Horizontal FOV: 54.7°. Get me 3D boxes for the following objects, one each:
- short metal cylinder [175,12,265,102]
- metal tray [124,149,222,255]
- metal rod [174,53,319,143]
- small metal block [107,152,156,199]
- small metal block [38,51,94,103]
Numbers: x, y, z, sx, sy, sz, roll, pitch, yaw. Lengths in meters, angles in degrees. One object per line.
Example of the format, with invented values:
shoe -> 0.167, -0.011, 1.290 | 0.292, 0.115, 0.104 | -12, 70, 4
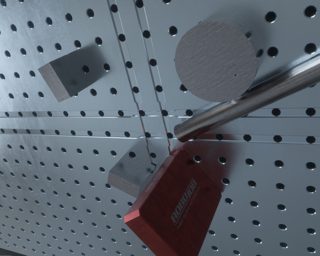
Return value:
short metal cylinder -> 0.062, -0.073, 0.317 | 0.080, 0.050, 0.079 | 13, 124, 20
metal tray -> 0.023, 0.098, 0.390 | 0.090, 0.131, 0.030 | 48, 129, -6
metal rod -> 0.133, -0.048, 0.311 | 0.299, 0.025, 0.025 | -27, 104, 37
small metal block -> -0.042, 0.069, 0.458 | 0.050, 0.050, 0.025 | 24, 127, 13
small metal block -> -0.125, -0.069, 0.416 | 0.025, 0.050, 0.050 | -17, 110, 34
